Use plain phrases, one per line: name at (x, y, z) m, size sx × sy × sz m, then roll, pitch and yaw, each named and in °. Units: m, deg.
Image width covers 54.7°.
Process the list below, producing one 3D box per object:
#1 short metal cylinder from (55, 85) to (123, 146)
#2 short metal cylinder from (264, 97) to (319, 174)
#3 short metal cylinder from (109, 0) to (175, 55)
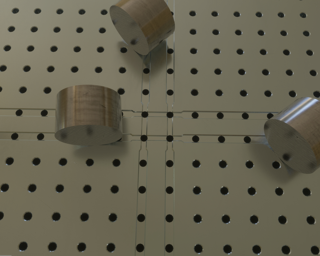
short metal cylinder at (-0.088, -0.013, 0.387) m, size 0.081 × 0.080 × 0.050 m, roll -4°, pitch 70°, yaw -2°
short metal cylinder at (0.176, 0.009, 0.380) m, size 0.050 × 0.080 × 0.080 m, roll -34°, pitch 74°, yaw -11°
short metal cylinder at (-0.025, -0.151, 0.437) m, size 0.050 × 0.080 × 0.080 m, roll -43°, pitch 76°, yaw -14°
